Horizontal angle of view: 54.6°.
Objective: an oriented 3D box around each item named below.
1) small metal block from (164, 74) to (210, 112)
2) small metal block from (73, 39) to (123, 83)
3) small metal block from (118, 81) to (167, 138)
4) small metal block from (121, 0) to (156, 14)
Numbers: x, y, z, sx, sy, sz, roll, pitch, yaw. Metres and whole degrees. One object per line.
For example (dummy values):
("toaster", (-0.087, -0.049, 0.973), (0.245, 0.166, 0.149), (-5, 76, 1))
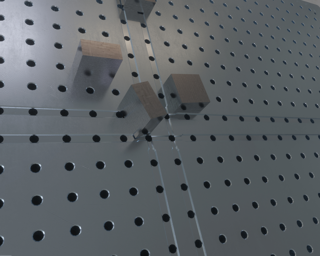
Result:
("small metal block", (0.040, -0.053, 0.461), (0.050, 0.025, 0.050), (-5, 64, -30))
("small metal block", (-0.081, -0.085, 0.400), (0.050, 0.050, 0.025), (1, 62, -28))
("small metal block", (-0.023, -0.023, 0.393), (0.025, 0.050, 0.050), (-19, 72, -35))
("small metal block", (-0.040, -0.225, 0.523), (0.050, 0.025, 0.050), (0, 62, -28))
